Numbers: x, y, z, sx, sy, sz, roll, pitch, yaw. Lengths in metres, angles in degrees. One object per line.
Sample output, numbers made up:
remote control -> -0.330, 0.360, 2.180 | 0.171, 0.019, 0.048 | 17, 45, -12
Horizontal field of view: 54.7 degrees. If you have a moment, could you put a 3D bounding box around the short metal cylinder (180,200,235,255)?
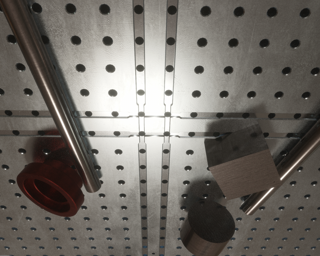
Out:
short metal cylinder -> 0.079, 0.169, 0.521 | 0.081, 0.080, 0.050 | 9, 130, -8

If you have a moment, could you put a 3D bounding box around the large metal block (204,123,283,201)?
large metal block -> 0.118, 0.050, 0.440 | 0.080, 0.050, 0.080 | -21, 128, 16

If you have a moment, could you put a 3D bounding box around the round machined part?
round machined part -> -0.155, 0.084, 0.456 | 0.098, 0.042, 0.097 | 14, 135, 15

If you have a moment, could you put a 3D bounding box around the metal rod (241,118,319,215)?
metal rod -> 0.203, 0.033, 0.442 | 0.025, 0.025, 0.298 | 16, 128, -14

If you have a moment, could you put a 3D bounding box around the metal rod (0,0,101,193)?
metal rod -> -0.125, -0.020, 0.392 | 0.025, 0.025, 0.298 | -6, 130, 5
